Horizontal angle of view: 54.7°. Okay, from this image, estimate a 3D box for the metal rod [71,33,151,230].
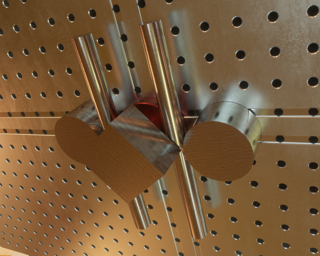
[{"bbox_3d":[-0.060,0.022,0.429,0.025,0.025,0.298,0,119,28],"label":"metal rod"}]

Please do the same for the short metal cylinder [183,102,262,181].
[{"bbox_3d":[0.074,0.016,0.365,0.080,0.050,0.079,13,124,21],"label":"short metal cylinder"}]

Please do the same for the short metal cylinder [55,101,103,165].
[{"bbox_3d":[-0.105,0.007,0.455,0.080,0.050,0.079,13,124,21],"label":"short metal cylinder"}]

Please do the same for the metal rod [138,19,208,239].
[{"bbox_3d":[0.023,0.021,0.385,0.025,0.025,0.298,0,119,28],"label":"metal rod"}]

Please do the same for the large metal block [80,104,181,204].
[{"bbox_3d":[-0.036,0.032,0.373,0.080,0.050,0.080,44,129,-2],"label":"large metal block"}]

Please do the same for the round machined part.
[{"bbox_3d":[-0.014,0.011,0.415,0.098,0.042,0.097,13,124,21],"label":"round machined part"}]
